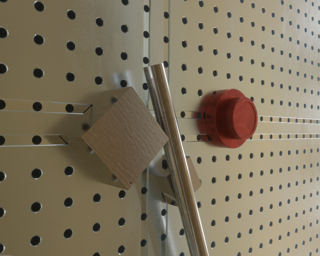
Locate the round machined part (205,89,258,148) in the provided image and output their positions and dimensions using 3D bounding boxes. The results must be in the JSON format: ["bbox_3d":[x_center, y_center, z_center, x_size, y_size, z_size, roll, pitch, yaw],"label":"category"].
[{"bbox_3d":[0.122,-0.015,0.503,0.099,0.042,0.097,0,90,-40],"label":"round machined part"}]

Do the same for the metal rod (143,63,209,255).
[{"bbox_3d":[0.027,0.066,0.401,0.025,0.025,0.298,-23,105,-38],"label":"metal rod"}]

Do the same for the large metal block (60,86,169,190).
[{"bbox_3d":[-0.049,0.011,0.354,0.080,0.050,0.080,-50,120,-28],"label":"large metal block"}]

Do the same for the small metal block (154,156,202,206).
[{"bbox_3d":[0.026,0.073,0.434,0.050,0.025,0.050,-36,113,-34],"label":"small metal block"}]
